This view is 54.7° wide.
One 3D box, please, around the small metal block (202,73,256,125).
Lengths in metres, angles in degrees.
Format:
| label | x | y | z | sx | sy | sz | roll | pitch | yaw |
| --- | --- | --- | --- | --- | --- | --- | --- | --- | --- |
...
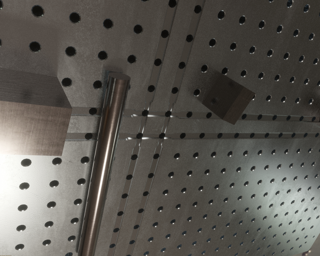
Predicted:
| label | x | y | z | sx | sy | sz | roll | pitch | yaw |
| --- | --- | --- | --- | --- | --- | --- | --- | --- | --- |
| small metal block | 0.093 | -0.040 | 0.423 | 0.025 | 0.050 | 0.050 | 21 | 107 | -36 |

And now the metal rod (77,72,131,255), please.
| label | x | y | z | sx | sy | sz | roll | pitch | yaw |
| --- | --- | --- | --- | --- | --- | --- | --- | --- | --- |
| metal rod | -0.080 | 0.072 | 0.412 | 0.025 | 0.025 | 0.298 | 0 | 118 | -29 |

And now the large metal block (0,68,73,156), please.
| label | x | y | z | sx | sy | sz | roll | pitch | yaw |
| --- | --- | --- | --- | --- | --- | --- | --- | --- | --- |
| large metal block | -0.136 | -0.017 | 0.291 | 0.081 | 0.080 | 0.050 | 5 | 116 | -31 |
